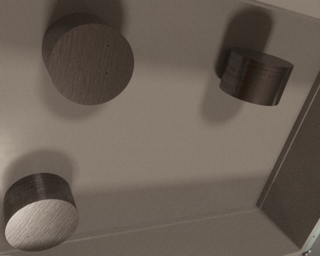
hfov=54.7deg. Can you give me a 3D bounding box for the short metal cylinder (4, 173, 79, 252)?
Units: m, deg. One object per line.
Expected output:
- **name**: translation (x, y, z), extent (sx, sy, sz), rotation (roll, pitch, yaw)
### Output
- **short metal cylinder**: translation (-0.145, 0.102, 0.377), extent (0.081, 0.050, 0.079), rotation (-14, 125, -21)

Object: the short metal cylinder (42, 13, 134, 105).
- **short metal cylinder**: translation (-0.073, -0.069, 0.311), extent (0.081, 0.050, 0.079), rotation (-14, 125, -21)

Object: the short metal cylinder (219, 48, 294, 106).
- **short metal cylinder**: translation (0.123, -0.068, 0.401), extent (0.081, 0.080, 0.050), rotation (-1, 119, -28)
